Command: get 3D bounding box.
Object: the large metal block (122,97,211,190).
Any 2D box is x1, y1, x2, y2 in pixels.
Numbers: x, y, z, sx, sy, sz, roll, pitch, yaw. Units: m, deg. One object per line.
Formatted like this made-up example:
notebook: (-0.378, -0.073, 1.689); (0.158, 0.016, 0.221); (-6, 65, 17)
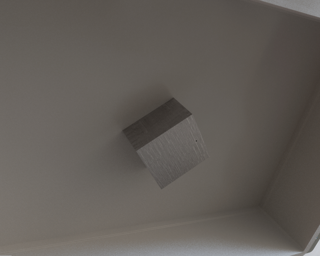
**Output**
large metal block: (0.010, 0.021, 0.410); (0.080, 0.050, 0.080); (-33, 129, -7)
